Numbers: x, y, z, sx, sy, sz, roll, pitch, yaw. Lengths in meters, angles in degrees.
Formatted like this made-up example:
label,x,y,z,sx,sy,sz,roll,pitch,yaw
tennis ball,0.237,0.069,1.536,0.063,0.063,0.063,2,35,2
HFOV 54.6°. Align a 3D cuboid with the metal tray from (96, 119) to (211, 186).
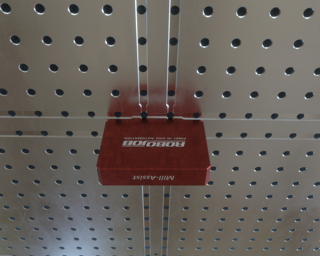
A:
label,x,y,z,sx,sy,sz,roll,pitch,yaw
metal tray,-0.007,0.028,0.392,0.131,0.090,0.030,0,130,0
